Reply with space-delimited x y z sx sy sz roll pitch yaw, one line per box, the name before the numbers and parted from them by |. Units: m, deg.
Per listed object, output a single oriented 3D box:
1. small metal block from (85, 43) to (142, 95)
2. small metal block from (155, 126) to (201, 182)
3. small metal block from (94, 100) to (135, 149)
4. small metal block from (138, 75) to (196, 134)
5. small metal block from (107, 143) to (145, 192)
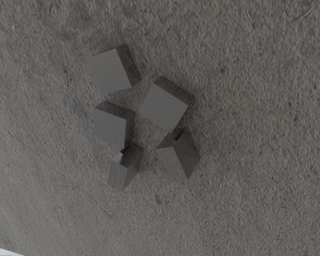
small metal block | -0.059 -0.074 0.392 0.050 0.025 0.050 -9 114 32
small metal block | 0.025 0.033 0.398 0.025 0.050 0.050 -11 113 33
small metal block | -0.065 -0.005 0.438 0.050 0.025 0.050 20 126 16
small metal block | 0.008 -0.029 0.385 0.050 0.025 0.050 33 129 6
small metal block | -0.050 0.056 0.452 0.025 0.050 0.050 26 128 12
